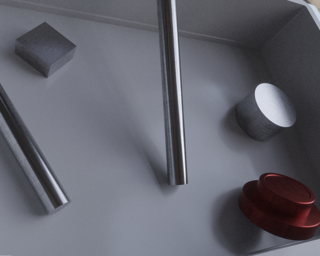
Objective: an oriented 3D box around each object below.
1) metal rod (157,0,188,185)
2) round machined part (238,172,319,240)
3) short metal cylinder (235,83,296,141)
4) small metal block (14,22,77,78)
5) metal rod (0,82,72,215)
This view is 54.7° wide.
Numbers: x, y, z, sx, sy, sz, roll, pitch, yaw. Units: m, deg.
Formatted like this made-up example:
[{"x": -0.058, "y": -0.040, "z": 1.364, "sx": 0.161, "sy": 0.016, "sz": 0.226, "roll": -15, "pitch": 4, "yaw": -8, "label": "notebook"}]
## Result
[{"x": 0.013, "y": -0.080, "z": 0.386, "sx": 0.025, "sy": 0.025, "sz": 0.298, "roll": -2, "pitch": 87, "yaw": -30, "label": "metal rod"}, {"x": 0.154, "y": 0.092, "z": 0.392, "sx": 0.099, "sy": 0.042, "sz": 0.098, "roll": 11, "pitch": 20, "yaw": -4, "label": "round machined part"}, {"x": 0.169, "y": -0.025, "z": 0.499, "sx": 0.081, "sy": 0.050, "sz": 0.080, "roll": 14, "pitch": 56, "yaw": -21, "label": "short metal cylinder"}, {"x": -0.143, "y": -0.099, "z": 0.389, "sx": 0.050, "sy": 0.025, "sz": 0.050, "roll": 38, "pitch": 51, "yaw": -3, "label": "small metal block"}, {"x": -0.183, "y": -0.042, "z": 0.332, "sx": 0.025, "sy": 0.025, "sz": 0.299, "roll": -27, "pitch": 77, "yaw": -37, "label": "metal rod"}]
